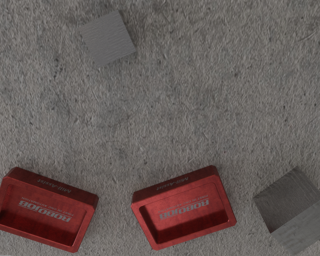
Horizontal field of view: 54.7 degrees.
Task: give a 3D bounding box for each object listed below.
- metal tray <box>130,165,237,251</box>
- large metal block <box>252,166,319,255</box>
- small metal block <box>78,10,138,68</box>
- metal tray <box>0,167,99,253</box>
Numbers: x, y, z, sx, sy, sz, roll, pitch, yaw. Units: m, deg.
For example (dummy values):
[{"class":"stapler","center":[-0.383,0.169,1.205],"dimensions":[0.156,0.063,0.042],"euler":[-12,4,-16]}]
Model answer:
[{"class":"metal tray","center":[0.034,0.117,0.450],"dimensions":[0.130,0.030,0.090],"euler":[-21,109,7]},{"class":"large metal block","center":[0.185,0.110,0.423],"dimensions":[0.080,0.080,0.050],"euler":[-41,105,13]},{"class":"small metal block","center":[-0.061,-0.107,0.370],"dimensions":[0.050,0.025,0.050],"euler":[-22,109,7]},{"class":"metal tray","center":[-0.166,0.120,0.449],"dimensions":[0.131,0.030,0.089],"euler":[22,109,-8]}]
